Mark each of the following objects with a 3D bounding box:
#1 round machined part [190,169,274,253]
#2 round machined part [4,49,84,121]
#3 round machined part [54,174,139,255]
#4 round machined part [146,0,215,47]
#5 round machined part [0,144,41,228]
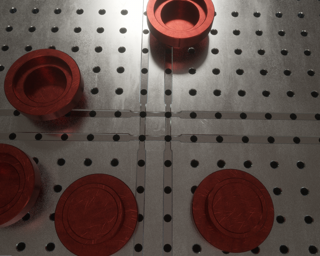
[{"bbox_3d":[0.087,0.096,0.369,0.099,0.042,0.098,0,70,-1],"label":"round machined part"},{"bbox_3d":[-0.152,-0.055,0.421,0.099,0.042,0.098,0,70,-1],"label":"round machined part"},{"bbox_3d":[-0.075,0.102,0.365,0.099,0.042,0.098,0,70,-1],"label":"round machined part"},{"bbox_3d":[0.029,-0.162,0.462,0.099,0.042,0.098,0,70,-1],"label":"round machined part"},{"bbox_3d":[-0.194,0.071,0.374,0.099,0.042,0.098,0,70,-1],"label":"round machined part"}]
